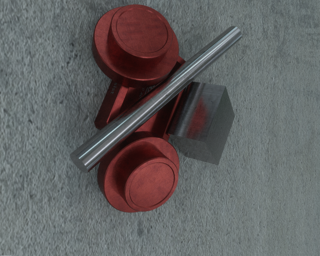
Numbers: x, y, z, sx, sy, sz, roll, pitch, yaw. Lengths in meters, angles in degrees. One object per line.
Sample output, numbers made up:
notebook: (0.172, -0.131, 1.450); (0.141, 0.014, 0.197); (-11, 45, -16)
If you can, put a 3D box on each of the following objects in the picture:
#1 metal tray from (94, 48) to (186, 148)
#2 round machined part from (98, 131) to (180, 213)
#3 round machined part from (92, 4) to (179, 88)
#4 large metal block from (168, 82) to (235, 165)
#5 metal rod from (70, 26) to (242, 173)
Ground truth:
metal tray: (-0.016, -0.042, 0.389); (0.090, 0.030, 0.130); (31, 71, -36)
round machined part: (-0.018, 0.056, 0.358); (0.099, 0.042, 0.097); (-13, 117, -27)
round machined part: (-0.024, -0.098, 0.348); (0.099, 0.042, 0.098); (6, 69, -16)
large metal block: (0.060, -0.005, 0.421); (0.080, 0.050, 0.080); (-67, 151, -19)
metal rod: (0.015, -0.052, 0.380); (0.302, 0.025, 0.025); (-43, 116, -32)
